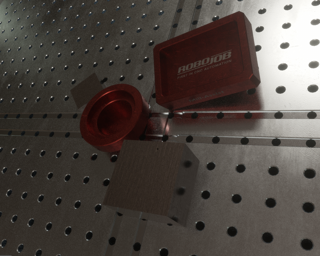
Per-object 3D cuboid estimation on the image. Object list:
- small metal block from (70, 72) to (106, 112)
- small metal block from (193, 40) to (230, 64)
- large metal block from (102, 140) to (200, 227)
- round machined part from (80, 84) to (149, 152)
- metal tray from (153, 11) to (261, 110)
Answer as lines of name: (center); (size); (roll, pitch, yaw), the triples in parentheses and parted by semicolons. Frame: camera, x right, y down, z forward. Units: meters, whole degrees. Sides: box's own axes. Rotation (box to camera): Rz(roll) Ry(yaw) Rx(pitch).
small metal block: (-0.110, -0.054, 0.497); (0.050, 0.025, 0.050); (-36, 51, 4)
small metal block: (0.083, -0.104, 0.428); (0.050, 0.025, 0.050); (25, 75, 36)
large metal block: (-0.008, 0.062, 0.357); (0.080, 0.050, 0.080); (2, 63, 28)
round machined part: (-0.059, -0.010, 0.433); (0.098, 0.042, 0.098); (-13, 56, 20)
metal tray: (0.055, -0.082, 0.398); (0.130, 0.030, 0.090); (-14, 70, 31)
